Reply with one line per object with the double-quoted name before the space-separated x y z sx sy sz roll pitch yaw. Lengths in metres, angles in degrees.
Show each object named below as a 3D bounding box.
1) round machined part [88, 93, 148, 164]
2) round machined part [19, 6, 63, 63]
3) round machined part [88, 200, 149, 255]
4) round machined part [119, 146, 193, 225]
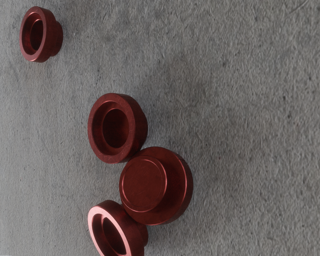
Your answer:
"round machined part" -0.056 0.000 0.440 0.098 0.042 0.097 0 90 40
"round machined part" -0.216 -0.169 0.573 0.098 0.042 0.097 0 90 40
"round machined part" -0.054 0.144 0.427 0.098 0.042 0.097 20 120 41
"round machined part" -0.012 0.071 0.387 0.098 0.042 0.098 -9 71 28
